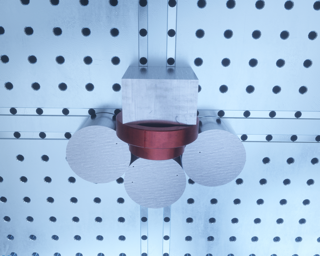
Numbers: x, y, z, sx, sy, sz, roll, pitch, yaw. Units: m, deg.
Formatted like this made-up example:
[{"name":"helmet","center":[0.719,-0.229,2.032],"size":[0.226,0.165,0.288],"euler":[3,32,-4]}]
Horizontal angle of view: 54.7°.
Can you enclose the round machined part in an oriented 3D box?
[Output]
[{"name":"round machined part","center":[-0.003,0.006,0.375],"size":[0.099,0.098,0.042],"euler":[2,110,-1]}]

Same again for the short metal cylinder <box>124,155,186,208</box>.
[{"name":"short metal cylinder","center":[-0.006,0.062,0.423],"size":[0.081,0.050,0.079],"euler":[0,110,0]}]

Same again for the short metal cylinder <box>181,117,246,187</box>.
[{"name":"short metal cylinder","center":[0.068,0.030,0.412],"size":[0.081,0.050,0.079],"euler":[0,110,0]}]

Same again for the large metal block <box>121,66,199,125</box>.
[{"name":"large metal block","center":[0.000,-0.041,0.368],"size":[0.081,0.080,0.050],"euler":[1,110,-1]}]

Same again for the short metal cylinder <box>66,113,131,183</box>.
[{"name":"short metal cylinder","center":[-0.077,0.026,0.409],"size":[0.081,0.050,0.079],"euler":[0,110,0]}]
